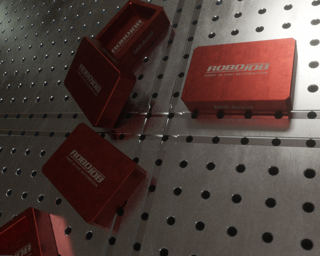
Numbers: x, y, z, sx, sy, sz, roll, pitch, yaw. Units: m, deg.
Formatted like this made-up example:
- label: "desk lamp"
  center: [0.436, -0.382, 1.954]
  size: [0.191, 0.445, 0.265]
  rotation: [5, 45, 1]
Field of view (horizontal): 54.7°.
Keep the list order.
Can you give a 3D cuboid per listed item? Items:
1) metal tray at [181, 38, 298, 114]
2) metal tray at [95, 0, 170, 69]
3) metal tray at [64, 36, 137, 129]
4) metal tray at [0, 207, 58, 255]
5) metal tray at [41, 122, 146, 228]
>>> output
- label: "metal tray"
  center: [0.100, -0.064, 0.392]
  size: [0.130, 0.030, 0.090]
  rotation: [2, 63, 28]
- label: "metal tray"
  center: [-0.057, -0.158, 0.529]
  size: [0.090, 0.030, 0.130]
  rotation: [33, 80, 37]
- label: "metal tray"
  center: [-0.096, -0.071, 0.471]
  size: [0.130, 0.030, 0.089]
  rotation: [47, 117, 38]
- label: "metal tray"
  center: [-0.198, 0.175, 0.398]
  size: [0.130, 0.030, 0.090]
  rotation: [-35, 52, 4]
- label: "metal tray"
  center: [-0.092, 0.058, 0.416]
  size: [0.130, 0.030, 0.090]
  rotation: [32, 79, 37]
